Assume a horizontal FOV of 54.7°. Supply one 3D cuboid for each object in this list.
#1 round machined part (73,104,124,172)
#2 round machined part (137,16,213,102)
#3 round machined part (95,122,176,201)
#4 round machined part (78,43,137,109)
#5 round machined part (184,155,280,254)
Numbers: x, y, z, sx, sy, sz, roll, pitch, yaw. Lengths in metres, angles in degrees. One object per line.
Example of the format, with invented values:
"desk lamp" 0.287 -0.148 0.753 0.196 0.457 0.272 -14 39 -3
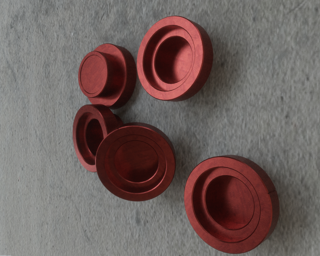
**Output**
"round machined part" -0.086 0.013 0.456 0.098 0.042 0.097 8 100 46
"round machined part" 0.022 -0.080 0.374 0.098 0.042 0.097 0 90 39
"round machined part" -0.029 0.040 0.395 0.099 0.042 0.097 1 103 4
"round machined part" -0.084 -0.077 0.461 0.098 0.042 0.097 0 90 39
"round machined part" 0.078 0.077 0.329 0.098 0.042 0.097 0 90 39
